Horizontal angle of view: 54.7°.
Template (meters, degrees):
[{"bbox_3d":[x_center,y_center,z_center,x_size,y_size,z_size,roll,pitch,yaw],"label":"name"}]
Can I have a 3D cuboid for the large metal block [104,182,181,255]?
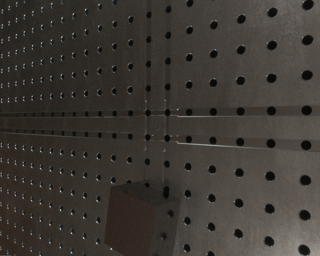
[{"bbox_3d":[-0.025,0.124,0.411,0.080,0.050,0.079,13,98,39],"label":"large metal block"}]
